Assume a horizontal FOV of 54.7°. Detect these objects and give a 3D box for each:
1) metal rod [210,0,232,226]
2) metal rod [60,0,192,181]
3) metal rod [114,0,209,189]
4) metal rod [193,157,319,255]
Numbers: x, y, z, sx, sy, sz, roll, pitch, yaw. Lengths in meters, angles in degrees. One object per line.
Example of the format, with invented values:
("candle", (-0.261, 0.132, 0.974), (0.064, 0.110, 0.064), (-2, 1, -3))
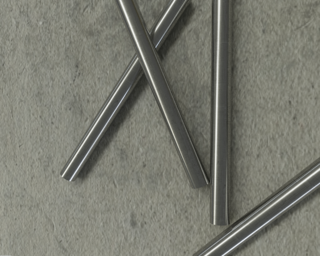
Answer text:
("metal rod", (0.075, -0.033, 0.382), (0.025, 0.025, 0.298), (1, 90, 19))
("metal rod", (-0.052, -0.050, 0.426), (0.025, 0.025, 0.299), (38, 102, 16))
("metal rod", (-0.005, -0.066, 0.388), (0.025, 0.025, 0.299), (-22, 91, 18))
("metal rod", (0.155, 0.071, 0.354), (0.299, 0.025, 0.025), (-43, 77, 14))
